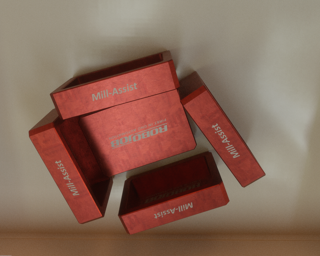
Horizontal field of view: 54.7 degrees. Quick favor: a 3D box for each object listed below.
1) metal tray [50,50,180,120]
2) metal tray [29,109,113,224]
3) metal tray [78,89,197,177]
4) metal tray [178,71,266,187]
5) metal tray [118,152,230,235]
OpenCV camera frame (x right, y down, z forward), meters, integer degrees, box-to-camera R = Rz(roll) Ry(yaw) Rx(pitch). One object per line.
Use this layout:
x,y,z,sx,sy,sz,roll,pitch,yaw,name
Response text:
-0.047,-0.052,0.354,0.131,0.090,0.030,-15,110,5,metal tray
-0.104,0.041,0.388,0.030,0.090,0.129,-20,109,7,metal tray
-0.027,0.002,0.406,0.131,0.030,0.090,-19,109,6,metal tray
0.071,-0.001,0.376,0.030,0.090,0.130,-34,107,12,metal tray
0.016,0.081,0.405,0.131,0.090,0.030,-19,109,6,metal tray
